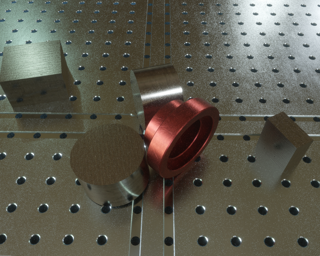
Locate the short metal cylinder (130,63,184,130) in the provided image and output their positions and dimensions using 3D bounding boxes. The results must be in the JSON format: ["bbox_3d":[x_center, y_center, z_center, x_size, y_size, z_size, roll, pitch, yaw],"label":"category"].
[{"bbox_3d":[-0.005,-0.041,0.406,0.050,0.080,0.080,-12,51,-11],"label":"short metal cylinder"}]

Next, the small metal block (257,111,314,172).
[{"bbox_3d":[0.151,0.017,0.379,0.025,0.050,0.050,-22,54,-17],"label":"small metal block"}]

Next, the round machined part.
[{"bbox_3d":[0.020,0.006,0.355,0.099,0.097,0.042,-37,60,-27],"label":"round machined part"}]

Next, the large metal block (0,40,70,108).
[{"bbox_3d":[-0.182,-0.081,0.457,0.081,0.050,0.080,-10,51,-9],"label":"large metal block"}]

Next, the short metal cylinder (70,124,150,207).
[{"bbox_3d":[-0.054,0.041,0.352,0.080,0.050,0.080,-3,51,3],"label":"short metal cylinder"}]
